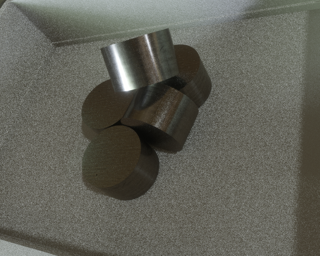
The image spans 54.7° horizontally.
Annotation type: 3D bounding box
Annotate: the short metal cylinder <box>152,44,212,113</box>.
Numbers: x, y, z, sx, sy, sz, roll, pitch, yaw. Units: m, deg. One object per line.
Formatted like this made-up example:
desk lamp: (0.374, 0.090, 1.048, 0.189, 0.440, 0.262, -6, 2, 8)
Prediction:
short metal cylinder: (0.023, -0.064, 0.414, 0.080, 0.050, 0.080, -13, 56, 20)

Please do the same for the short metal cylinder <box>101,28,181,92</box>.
short metal cylinder: (-0.022, -0.078, 0.355, 0.080, 0.050, 0.080, -15, 16, 5)

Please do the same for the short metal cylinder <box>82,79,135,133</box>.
short metal cylinder: (-0.060, -0.022, 0.430, 0.080, 0.050, 0.080, -13, 56, 20)

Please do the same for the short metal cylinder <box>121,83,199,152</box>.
short metal cylinder: (0.000, -0.012, 0.376, 0.080, 0.080, 0.050, 14, 69, 33)

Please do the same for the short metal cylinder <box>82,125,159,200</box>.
short metal cylinder: (-0.048, 0.044, 0.384, 0.080, 0.050, 0.080, -13, 56, 20)
